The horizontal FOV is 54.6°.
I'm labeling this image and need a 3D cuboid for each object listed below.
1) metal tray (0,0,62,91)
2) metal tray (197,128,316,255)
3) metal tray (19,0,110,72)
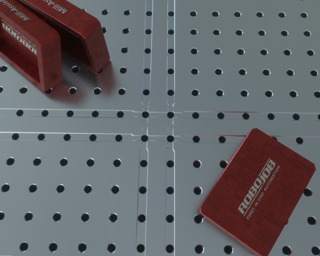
[{"bbox_3d":[-0.190,-0.120,0.417,0.130,0.090,0.030,38,54,12],"label":"metal tray"},{"bbox_3d":[0.118,0.076,0.382,0.090,0.030,0.130,34,73,11],"label":"metal tray"},{"bbox_3d":[-0.135,-0.140,0.427,0.130,0.090,0.030,33,74,11],"label":"metal tray"}]
